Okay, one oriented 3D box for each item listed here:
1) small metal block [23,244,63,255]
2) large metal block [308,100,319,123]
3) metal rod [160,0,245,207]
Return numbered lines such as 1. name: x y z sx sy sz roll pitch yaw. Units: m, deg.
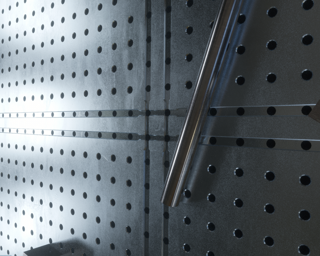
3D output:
1. small metal block: -0.215 0.241 0.567 0.050 0.050 0.025 12 98 39
2. large metal block: 0.182 -0.020 0.242 0.080 0.050 0.079 42 115 31
3. metal rod: 0.052 -0.045 0.364 0.025 0.025 0.298 26 106 37
